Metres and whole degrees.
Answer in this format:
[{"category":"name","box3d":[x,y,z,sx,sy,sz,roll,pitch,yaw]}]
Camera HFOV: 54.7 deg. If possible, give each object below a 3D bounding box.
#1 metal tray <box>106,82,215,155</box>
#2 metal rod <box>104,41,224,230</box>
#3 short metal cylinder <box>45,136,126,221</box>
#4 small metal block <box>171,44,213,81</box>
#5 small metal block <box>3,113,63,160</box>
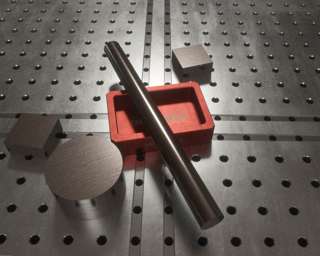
[{"category":"metal tray","box3d":[-0.002,-0.015,0.417,0.131,0.030,0.090,-8,51,-7]},{"category":"metal rod","box3d":[-0.011,-0.015,0.380,0.025,0.025,0.300,-19,53,-15]},{"category":"short metal cylinder","box3d":[-0.080,0.055,0.344,0.081,0.050,0.080,0,50,0]},{"category":"small metal block","box3d":[0.051,-0.106,0.498,0.050,0.025,0.050,-14,52,-12]},{"category":"small metal block","box3d":[-0.161,0.010,0.397,0.050,0.025,0.050,8,50,6]}]
